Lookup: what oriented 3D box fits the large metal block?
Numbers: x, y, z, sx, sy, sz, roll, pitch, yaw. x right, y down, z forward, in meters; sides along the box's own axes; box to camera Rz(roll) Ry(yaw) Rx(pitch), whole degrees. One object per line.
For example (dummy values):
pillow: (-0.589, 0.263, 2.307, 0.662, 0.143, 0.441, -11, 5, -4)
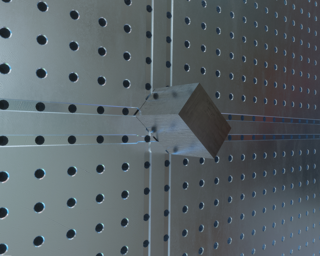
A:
large metal block: (0.030, -0.008, 0.397, 0.080, 0.080, 0.050, 49, 61, -29)
